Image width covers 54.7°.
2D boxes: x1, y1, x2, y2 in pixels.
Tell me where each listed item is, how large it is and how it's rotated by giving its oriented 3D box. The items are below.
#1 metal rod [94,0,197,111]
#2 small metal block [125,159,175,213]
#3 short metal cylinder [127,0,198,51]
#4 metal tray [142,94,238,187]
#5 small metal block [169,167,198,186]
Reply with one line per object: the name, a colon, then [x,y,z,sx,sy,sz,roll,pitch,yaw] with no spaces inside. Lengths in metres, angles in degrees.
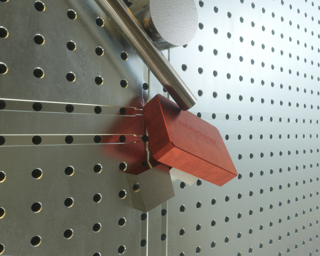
metal rod: [-0.051,-0.135,0.351,0.300,0.025,0.025,49,61,-23]
small metal block: [-0.012,0.073,0.401,0.050,0.025,0.050,-21,104,-38]
short metal cylinder: [0.003,-0.141,0.397,0.081,0.050,0.079,0,90,-40]
metal tray: [0.040,0.018,0.409,0.131,0.030,0.090,27,34,-37]
small metal block: [0.040,0.046,0.428,0.050,0.025,0.050,-46,127,14]
